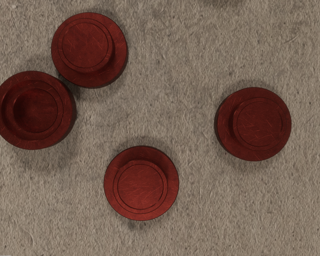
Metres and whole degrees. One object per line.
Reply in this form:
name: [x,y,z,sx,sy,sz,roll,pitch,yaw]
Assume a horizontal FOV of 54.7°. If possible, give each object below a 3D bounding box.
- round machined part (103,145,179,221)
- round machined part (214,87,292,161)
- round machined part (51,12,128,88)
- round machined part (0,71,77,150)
round machined part: [-0.024,0.072,0.401,0.099,0.042,0.097,0,90,-1]
round machined part: [0.123,-0.005,0.403,0.099,0.042,0.097,0,90,-1]
round machined part: [-0.092,-0.102,0.400,0.099,0.042,0.097,0,90,-1]
round machined part: [-0.157,-0.022,0.399,0.099,0.042,0.097,0,90,-1]
